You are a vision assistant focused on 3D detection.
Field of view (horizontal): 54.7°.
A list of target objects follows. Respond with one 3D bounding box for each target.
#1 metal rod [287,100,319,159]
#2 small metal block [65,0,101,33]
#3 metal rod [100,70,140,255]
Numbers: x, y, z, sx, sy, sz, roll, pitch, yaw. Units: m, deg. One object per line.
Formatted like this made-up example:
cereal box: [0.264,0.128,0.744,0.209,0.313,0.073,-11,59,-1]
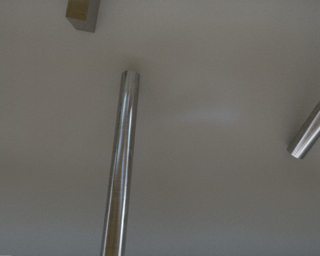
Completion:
metal rod: [0.234,-0.087,0.347,0.025,0.025,0.298,23,118,-1]
small metal block: [-0.097,-0.156,0.398,0.025,0.050,0.050,11,90,0]
metal rod: [-0.045,0.065,0.347,0.025,0.025,0.299,3,64,0]
